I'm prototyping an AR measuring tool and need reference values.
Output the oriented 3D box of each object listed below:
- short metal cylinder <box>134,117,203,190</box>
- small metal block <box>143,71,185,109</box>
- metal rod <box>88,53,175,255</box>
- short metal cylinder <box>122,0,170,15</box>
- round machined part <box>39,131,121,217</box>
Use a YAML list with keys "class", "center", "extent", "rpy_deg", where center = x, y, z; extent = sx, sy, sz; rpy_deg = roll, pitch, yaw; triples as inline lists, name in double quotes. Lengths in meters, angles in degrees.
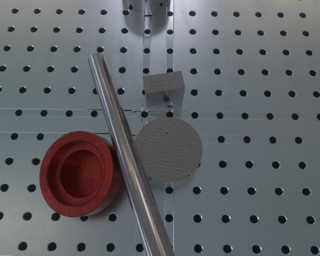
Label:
- class: "short metal cylinder"
  center: [0.010, 0.033, 0.386]
  extent: [0.081, 0.050, 0.080]
  rpy_deg: [0, 69, 0]
- class: "small metal block"
  center: [0.005, -0.050, 0.417]
  extent: [0.050, 0.050, 0.025]
  rpy_deg: [-10, 71, -4]
- class: "metal rod"
  center: [-0.044, 0.013, 0.361]
  extent: [0.025, 0.025, 0.299]
  rpy_deg: [-18, 54, -7]
- class: "short metal cylinder"
  center: [-0.022, -0.225, 0.480]
  extent: [0.081, 0.050, 0.080]
  rpy_deg: [0, 70, 0]
- class: "round machined part"
  center: [-0.090, 0.055, 0.371]
  extent: [0.098, 0.042, 0.098]
  rpy_deg: [-4, 77, 18]
